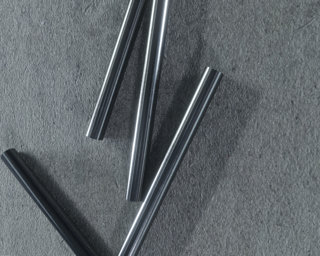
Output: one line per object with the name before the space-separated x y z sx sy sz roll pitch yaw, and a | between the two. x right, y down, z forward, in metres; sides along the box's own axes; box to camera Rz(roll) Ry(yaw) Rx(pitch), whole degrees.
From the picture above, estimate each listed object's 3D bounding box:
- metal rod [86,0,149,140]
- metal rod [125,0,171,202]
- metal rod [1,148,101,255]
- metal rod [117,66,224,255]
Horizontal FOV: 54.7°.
metal rod | -0.045 -0.127 0.424 0.025 0.025 0.298 22 97 18
metal rod | -0.014 -0.051 0.413 0.025 0.025 0.298 9 93 20
metal rod | -0.140 0.145 0.458 0.300 0.025 0.025 46 104 14
metal rod | 0.006 0.063 0.406 0.025 0.025 0.298 27 99 18
